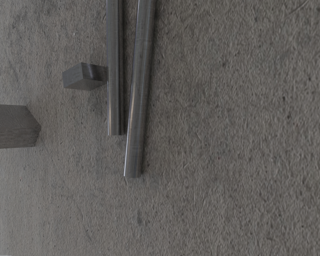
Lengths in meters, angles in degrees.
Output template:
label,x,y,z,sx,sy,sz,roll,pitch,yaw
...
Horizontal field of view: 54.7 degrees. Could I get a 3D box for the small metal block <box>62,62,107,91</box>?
label,x,y,z,sx,sy,sz,roll,pitch,yaw
small metal block,-0.116,-0.079,0.484,0.050,0.050,0.025,-15,81,39

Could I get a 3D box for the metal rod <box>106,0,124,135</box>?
label,x,y,z,sx,sy,sz,roll,pitch,yaw
metal rod,-0.067,-0.138,0.460,0.025,0.025,0.298,-1,89,40

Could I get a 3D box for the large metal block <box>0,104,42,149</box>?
label,x,y,z,sx,sy,sz,roll,pitch,yaw
large metal block,-0.297,-0.004,0.615,0.080,0.081,0.050,42,115,32

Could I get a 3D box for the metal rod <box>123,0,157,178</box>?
label,x,y,z,sx,sy,sz,roll,pitch,yaw
metal rod,-0.026,-0.081,0.426,0.025,0.025,0.298,9,96,39
